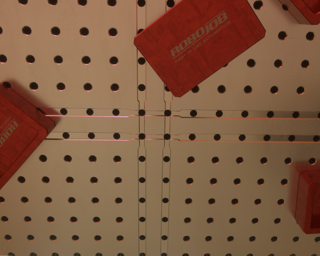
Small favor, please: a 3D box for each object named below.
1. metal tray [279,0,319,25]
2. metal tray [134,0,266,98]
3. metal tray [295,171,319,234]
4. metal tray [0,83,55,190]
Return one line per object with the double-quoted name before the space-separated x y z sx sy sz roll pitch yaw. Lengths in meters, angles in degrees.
"metal tray" 0.159 -0.191 0.342 0.130 0.030 0.090 40 105 -14
"metal tray" 0.046 -0.110 0.371 0.130 0.030 0.090 -35 107 11
"metal tray" 0.273 0.106 0.453 0.131 0.030 0.089 -4 110 1
"metal tray" -0.217 0.017 0.413 0.090 0.030 0.130 41 105 -14
